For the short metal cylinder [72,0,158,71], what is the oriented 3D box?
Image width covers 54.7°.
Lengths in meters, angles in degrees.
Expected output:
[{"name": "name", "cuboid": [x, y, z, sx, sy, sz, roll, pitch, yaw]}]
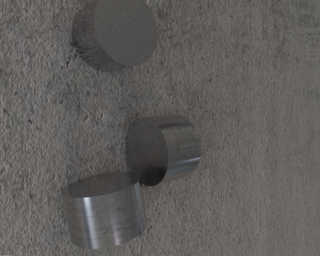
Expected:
[{"name": "short metal cylinder", "cuboid": [-0.050, -0.106, 0.346, 0.081, 0.050, 0.080, 0, 90, -40]}]

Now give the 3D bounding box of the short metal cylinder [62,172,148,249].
[{"name": "short metal cylinder", "cuboid": [-0.056, 0.081, 0.322, 0.081, 0.080, 0.050, -14, 99, -39]}]

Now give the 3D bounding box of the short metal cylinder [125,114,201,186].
[{"name": "short metal cylinder", "cuboid": [0.002, 0.025, 0.371, 0.050, 0.080, 0.079, -7, 95, -40]}]
